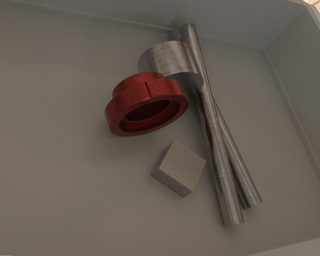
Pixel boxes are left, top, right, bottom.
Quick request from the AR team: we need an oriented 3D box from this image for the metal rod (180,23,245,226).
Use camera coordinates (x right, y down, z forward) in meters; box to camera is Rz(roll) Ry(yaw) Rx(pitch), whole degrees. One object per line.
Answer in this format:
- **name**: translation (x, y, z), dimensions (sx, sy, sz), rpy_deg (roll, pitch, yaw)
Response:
- **metal rod**: translation (0.068, -0.018, 0.435), dimensions (0.025, 0.025, 0.299), rpy_deg (1, 67, -28)

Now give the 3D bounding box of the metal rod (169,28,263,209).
- **metal rod**: translation (0.076, -0.027, 0.464), dimensions (0.025, 0.025, 0.299), rpy_deg (-7, 65, -32)

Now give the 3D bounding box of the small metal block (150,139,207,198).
- **small metal block**: translation (0.024, 0.051, 0.389), dimensions (0.050, 0.025, 0.050), rpy_deg (35, 51, -5)

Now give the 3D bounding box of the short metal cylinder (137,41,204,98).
- **short metal cylinder**: translation (0.014, -0.073, 0.424), dimensions (0.081, 0.080, 0.050), rpy_deg (-2, 63, -29)

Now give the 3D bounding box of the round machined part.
- **round machined part**: translation (-0.018, -0.031, 0.369), dimensions (0.099, 0.097, 0.042), rpy_deg (-8, 66, -32)
